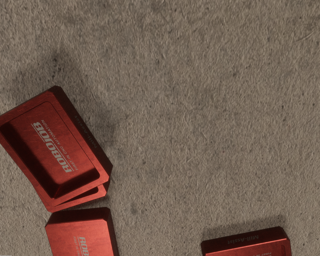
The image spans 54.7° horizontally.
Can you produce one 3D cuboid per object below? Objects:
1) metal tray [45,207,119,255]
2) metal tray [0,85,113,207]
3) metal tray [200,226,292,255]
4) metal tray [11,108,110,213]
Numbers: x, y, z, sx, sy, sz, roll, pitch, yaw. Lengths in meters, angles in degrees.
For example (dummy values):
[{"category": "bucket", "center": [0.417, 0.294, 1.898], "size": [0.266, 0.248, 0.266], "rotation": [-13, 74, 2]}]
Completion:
[{"category": "metal tray", "center": [-0.113, 0.187, 0.475], "size": [0.091, 0.030, 0.129], "rotation": [-6, 110, 2]}, {"category": "metal tray", "center": [-0.130, 0.025, 0.381], "size": [0.090, 0.030, 0.130], "rotation": [-27, 108, 9]}, {"category": "metal tray", "center": [0.137, 0.211, 0.486], "size": [0.131, 0.030, 0.089], "rotation": [-13, 110, 4]}, {"category": "metal tray", "center": [-0.135, 0.045, 0.421], "size": [0.090, 0.030, 0.129], "rotation": [-19, 109, 6]}]
